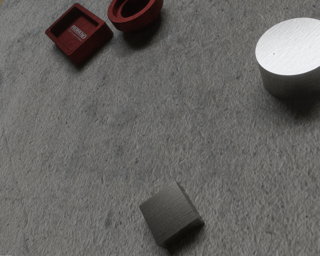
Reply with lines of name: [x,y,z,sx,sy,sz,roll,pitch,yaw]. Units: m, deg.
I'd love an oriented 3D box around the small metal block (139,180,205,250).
small metal block: [0.012,0.095,0.339,0.050,0.025,0.050,-36,51,4]

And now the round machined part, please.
round machined part: [-0.038,-0.203,0.538,0.098,0.042,0.098,-13,56,21]

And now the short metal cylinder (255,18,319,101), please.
short metal cylinder: [0.155,-0.078,0.354,0.080,0.050,0.080,-13,56,21]

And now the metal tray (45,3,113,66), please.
metal tray: [-0.158,-0.183,0.595,0.090,0.030,0.130,-44,51,-3]
